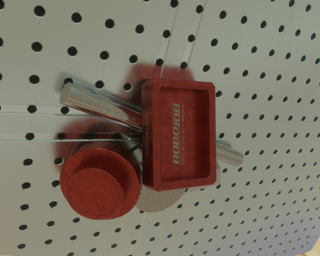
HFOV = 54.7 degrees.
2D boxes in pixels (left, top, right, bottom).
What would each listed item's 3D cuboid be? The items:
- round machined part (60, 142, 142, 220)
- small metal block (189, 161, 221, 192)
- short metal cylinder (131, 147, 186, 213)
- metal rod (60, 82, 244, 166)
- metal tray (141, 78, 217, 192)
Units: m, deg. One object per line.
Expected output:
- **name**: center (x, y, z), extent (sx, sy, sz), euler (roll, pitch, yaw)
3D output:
- **round machined part**: center (-0.072, 0.069, 0.368), extent (0.099, 0.042, 0.097), euler (2, 110, 6)
- **small metal block**: center (0.064, 0.069, 0.470), extent (0.050, 0.025, 0.050), euler (-16, 143, 0)
- **short metal cylinder**: center (-0.008, 0.069, 0.429), extent (0.081, 0.050, 0.079), euler (-14, 124, -21)
- **metal rod**: center (0.013, 0.007, 0.418), extent (0.302, 0.025, 0.025), euler (21, 107, -36)
- **metal tray**: center (0.025, 0.007, 0.383), extent (0.091, 0.030, 0.129), euler (-1, 90, -29)
